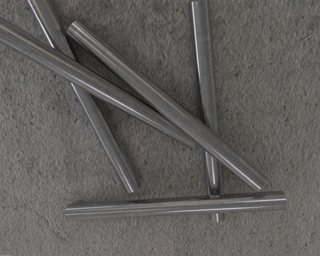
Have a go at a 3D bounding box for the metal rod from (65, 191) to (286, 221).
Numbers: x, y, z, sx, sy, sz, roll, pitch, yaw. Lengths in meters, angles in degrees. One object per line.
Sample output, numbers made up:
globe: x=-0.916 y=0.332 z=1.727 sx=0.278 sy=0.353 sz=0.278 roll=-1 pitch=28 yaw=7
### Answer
metal rod: x=0.015 y=0.109 z=0.430 sx=0.301 sy=0.025 sz=0.025 roll=-6 pitch=110 yaw=9

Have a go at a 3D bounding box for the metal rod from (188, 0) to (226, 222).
metal rod: x=0.065 y=-0.007 z=0.407 sx=0.025 sy=0.025 sz=0.298 roll=-7 pitch=110 yaw=2

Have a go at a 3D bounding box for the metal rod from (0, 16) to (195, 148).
metal rod: x=-0.079 y=-0.053 z=0.366 sx=0.301 sy=0.025 sz=0.025 roll=29 pitch=108 yaw=-20

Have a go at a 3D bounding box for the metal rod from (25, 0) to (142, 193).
metal rod: x=-0.095 y=-0.045 z=0.392 sx=0.025 sy=0.025 sz=0.299 roll=-21 pitch=109 yaw=7

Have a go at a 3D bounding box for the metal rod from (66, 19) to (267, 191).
metal rod: x=0.013 y=-0.024 z=0.381 sx=0.300 sy=0.025 sz=0.025 roll=40 pitch=105 yaw=-6
